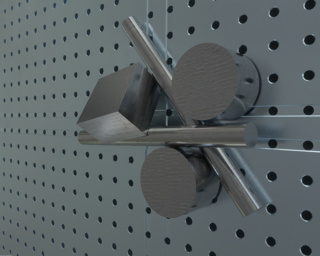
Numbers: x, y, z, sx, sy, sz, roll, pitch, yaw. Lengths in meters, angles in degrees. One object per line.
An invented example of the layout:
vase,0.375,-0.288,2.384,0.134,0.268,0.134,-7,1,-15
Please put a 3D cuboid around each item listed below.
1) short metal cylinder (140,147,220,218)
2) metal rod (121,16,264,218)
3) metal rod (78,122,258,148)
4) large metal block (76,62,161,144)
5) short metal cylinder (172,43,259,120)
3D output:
short metal cylinder,0.023,0.061,0.369,0.080,0.050,0.079,0,90,40
metal rod,0.027,-0.030,0.382,0.025,0.025,0.299,-45,63,30
metal rod,-0.019,0.011,0.398,0.300,0.025,0.025,-2,89,46
large metal block,-0.052,-0.030,0.407,0.080,0.050,0.080,-13,47,39
short metal cylinder,0.060,-0.048,0.339,0.080,0.050,0.079,0,90,40
